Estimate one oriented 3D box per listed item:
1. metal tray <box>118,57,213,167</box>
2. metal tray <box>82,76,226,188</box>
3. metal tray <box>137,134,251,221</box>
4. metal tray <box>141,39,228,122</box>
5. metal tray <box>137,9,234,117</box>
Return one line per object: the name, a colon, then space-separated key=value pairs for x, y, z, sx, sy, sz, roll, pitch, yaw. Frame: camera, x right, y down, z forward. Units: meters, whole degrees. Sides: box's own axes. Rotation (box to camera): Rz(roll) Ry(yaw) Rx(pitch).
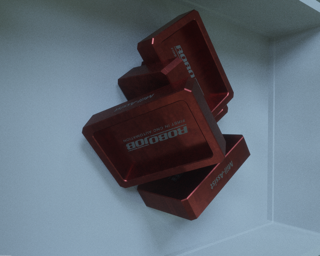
metal tray: x=0.014 y=-0.015 z=0.374 sx=0.030 sy=0.090 sz=0.130 roll=-45 pitch=117 yaw=-31
metal tray: x=-0.006 y=0.010 z=0.334 sx=0.090 sy=0.130 sz=0.030 roll=60 pitch=25 yaw=-23
metal tray: x=0.045 y=0.055 z=0.402 sx=0.131 sy=0.090 sz=0.030 roll=-40 pitch=115 yaw=-33
metal tray: x=0.039 y=-0.055 z=0.438 sx=0.090 sy=0.030 sz=0.130 roll=-41 pitch=114 yaw=-31
metal tray: x=0.038 y=-0.071 z=0.396 sx=0.090 sy=0.030 sz=0.130 roll=-44 pitch=116 yaw=-31
